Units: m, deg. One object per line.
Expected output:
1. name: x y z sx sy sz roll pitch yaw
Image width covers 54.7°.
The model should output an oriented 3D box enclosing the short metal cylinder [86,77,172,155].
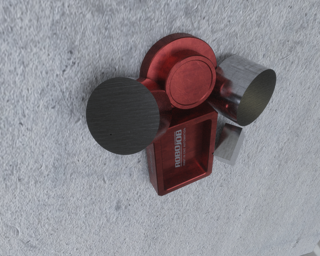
1. short metal cylinder: -0.032 -0.015 0.337 0.080 0.080 0.050 -61 170 15

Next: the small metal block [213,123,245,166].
1. small metal block: 0.103 0.025 0.458 0.050 0.025 0.050 -67 157 -8

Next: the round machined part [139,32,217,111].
1. round machined part: 0.028 -0.062 0.375 0.099 0.042 0.097 -14 124 -21

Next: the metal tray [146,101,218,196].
1. metal tray: 0.029 0.030 0.425 0.091 0.030 0.129 -20 136 -17

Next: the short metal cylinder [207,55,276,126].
1. short metal cylinder: 0.106 -0.049 0.406 0.081 0.050 0.079 -29 138 -30
